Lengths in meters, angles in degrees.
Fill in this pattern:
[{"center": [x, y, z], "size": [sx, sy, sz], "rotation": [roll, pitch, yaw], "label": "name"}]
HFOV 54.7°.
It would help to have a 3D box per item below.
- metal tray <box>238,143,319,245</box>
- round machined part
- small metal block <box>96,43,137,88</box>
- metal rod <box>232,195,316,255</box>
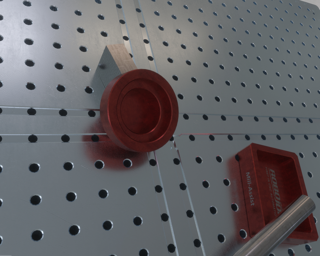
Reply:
[{"center": [0.164, 0.091, 0.437], "size": [0.091, 0.030, 0.130], "rotation": [13, 56, -21], "label": "metal tray"}, {"center": [-0.028, -0.020, 0.378], "size": [0.099, 0.042, 0.097], "rotation": [1, 88, -36], "label": "round machined part"}, {"center": [-0.056, -0.074, 0.407], "size": [0.025, 0.050, 0.050], "rotation": [-17, 70, -35], "label": "small metal block"}, {"center": [0.071, 0.157, 0.325], "size": [0.302, 0.025, 0.025], "rotation": [-27, 77, -29], "label": "metal rod"}]
